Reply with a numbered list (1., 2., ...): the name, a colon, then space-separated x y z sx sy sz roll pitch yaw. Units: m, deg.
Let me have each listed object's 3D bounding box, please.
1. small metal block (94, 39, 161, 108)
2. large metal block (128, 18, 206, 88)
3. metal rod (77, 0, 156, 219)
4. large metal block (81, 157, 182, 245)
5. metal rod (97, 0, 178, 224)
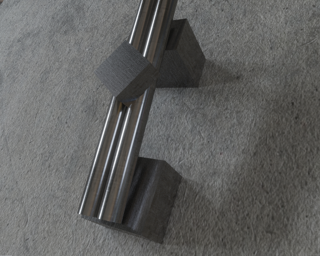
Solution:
1. small metal block: -0.036 -0.059 0.335 0.050 0.025 0.050 -45 56 4
2. large metal block: 0.008 -0.098 0.426 0.080 0.080 0.050 3 64 30
3. metal rod: -0.040 -0.049 0.362 0.025 0.025 0.299 3 70 29
4. large metal block: -0.031 0.078 0.356 0.080 0.050 0.080 5 64 30
5. metal rod: -0.017 -0.047 0.350 0.025 0.025 0.299 3 70 29
